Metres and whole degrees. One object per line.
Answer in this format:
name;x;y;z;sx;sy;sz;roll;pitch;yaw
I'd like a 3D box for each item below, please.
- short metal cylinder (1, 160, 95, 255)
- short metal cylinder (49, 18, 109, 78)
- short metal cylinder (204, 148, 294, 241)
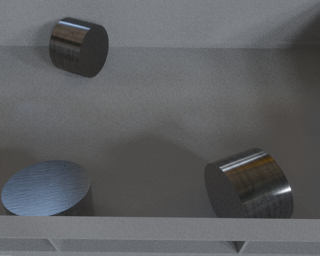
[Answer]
short metal cylinder;-0.108;0.076;0.309;0.081;0.050;0.080;2;31;-1
short metal cylinder;-0.121;-0.121;0.471;0.050;0.080;0.080;19;53;15
short metal cylinder;0.087;0.066;0.315;0.050;0.080;0.080;-18;52;-14
